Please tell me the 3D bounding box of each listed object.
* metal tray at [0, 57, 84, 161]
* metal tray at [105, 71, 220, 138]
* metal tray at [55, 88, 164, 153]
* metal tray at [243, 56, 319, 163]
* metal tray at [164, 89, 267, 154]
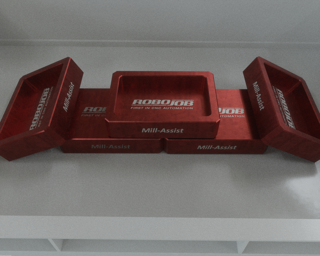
[{"bbox_3d":[-0.154,-0.027,0.399,0.090,0.030,0.130,-16,47,19],"label":"metal tray"},{"bbox_3d":[0.003,-0.031,0.387,0.131,0.030,0.090,0,49,0],"label":"metal tray"},{"bbox_3d":[-0.061,-0.011,0.410,0.131,0.030,0.090,0,50,0],"label":"metal tray"},{"bbox_3d":[0.161,-0.027,0.398,0.091,0.030,0.130,19,46,-21],"label":"metal tray"},{"bbox_3d":[0.070,-0.011,0.410,0.131,0.030,0.090,0,50,0],"label":"metal tray"}]
